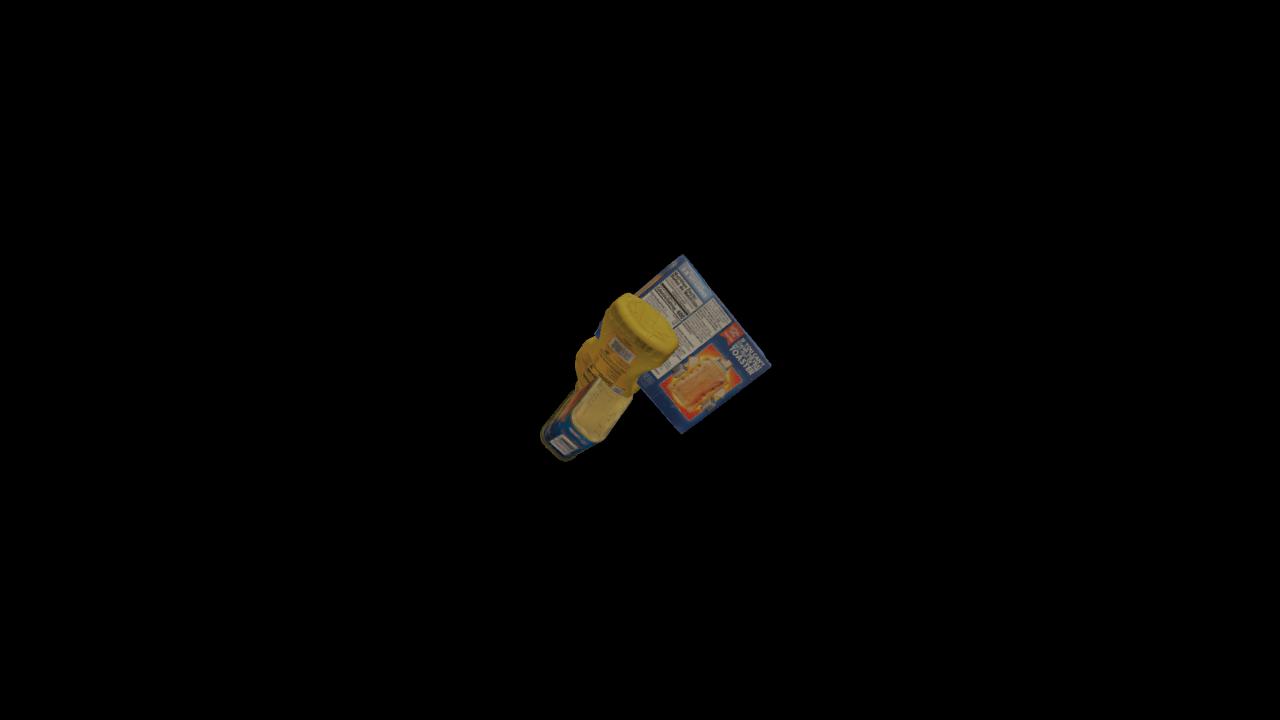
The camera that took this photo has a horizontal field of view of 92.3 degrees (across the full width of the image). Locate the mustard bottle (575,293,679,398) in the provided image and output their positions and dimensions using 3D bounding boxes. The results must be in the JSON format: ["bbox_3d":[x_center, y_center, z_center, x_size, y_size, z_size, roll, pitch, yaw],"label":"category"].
[{"bbox_3d":[-0.034,0.005,0.755,0.184,0.092,0.054,-49,2,44],"label":"mustard bottle"}]

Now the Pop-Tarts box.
[{"bbox_3d":[0.052,-0.021,0.760,0.141,0.167,0.083,-39,12,11],"label":"Pop-Tarts box"}]

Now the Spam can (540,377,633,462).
[{"bbox_3d":[-0.065,0.068,0.763,0.085,0.058,0.101,-33,17,51],"label":"Spam can"}]
